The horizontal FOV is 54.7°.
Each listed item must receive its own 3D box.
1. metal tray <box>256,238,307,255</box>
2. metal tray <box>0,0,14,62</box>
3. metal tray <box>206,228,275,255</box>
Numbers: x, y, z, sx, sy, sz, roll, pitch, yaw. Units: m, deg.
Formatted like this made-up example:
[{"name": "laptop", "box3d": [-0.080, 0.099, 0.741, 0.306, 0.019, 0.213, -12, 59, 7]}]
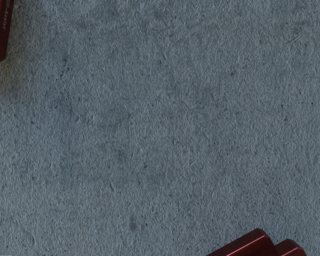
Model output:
[{"name": "metal tray", "box3d": [0.131, 0.208, 0.378, 0.130, 0.030, 0.090, -29, 90, 0]}, {"name": "metal tray", "box3d": [-0.246, -0.160, 0.405, 0.091, 0.030, 0.129, 8, 90, 0]}, {"name": "metal tray", "box3d": [0.129, 0.212, 0.409, 0.090, 0.030, 0.130, -29, 90, 0]}]
